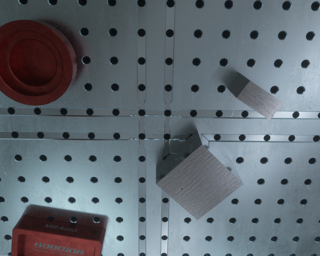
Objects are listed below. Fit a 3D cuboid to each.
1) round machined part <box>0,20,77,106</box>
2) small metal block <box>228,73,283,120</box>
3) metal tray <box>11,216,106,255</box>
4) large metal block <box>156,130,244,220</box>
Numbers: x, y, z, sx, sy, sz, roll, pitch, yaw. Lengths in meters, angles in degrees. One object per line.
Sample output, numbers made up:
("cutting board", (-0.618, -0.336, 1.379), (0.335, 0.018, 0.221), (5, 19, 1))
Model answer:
("round machined part", (-0.149, -0.079, 0.373), (0.099, 0.042, 0.097), (0, 110, -1))
("small metal block", (0.117, -0.041, 0.387), (0.050, 0.050, 0.025), (31, 107, -11))
("metal tray", (-0.157, 0.191, 0.478), (0.131, 0.030, 0.089), (11, 110, -5))
("large metal block", (0.051, 0.064, 0.425), (0.080, 0.050, 0.080), (-43, 105, 14))
